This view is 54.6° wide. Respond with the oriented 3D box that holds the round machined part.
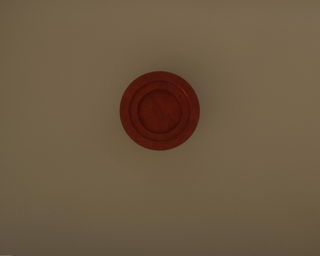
[{"bbox_3d":[0.000,-0.021,0.400,0.099,0.042,0.097,0,90,0],"label":"round machined part"}]
